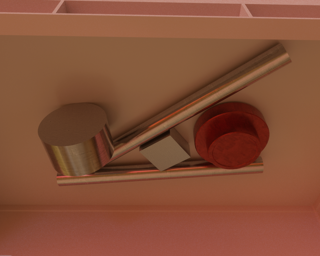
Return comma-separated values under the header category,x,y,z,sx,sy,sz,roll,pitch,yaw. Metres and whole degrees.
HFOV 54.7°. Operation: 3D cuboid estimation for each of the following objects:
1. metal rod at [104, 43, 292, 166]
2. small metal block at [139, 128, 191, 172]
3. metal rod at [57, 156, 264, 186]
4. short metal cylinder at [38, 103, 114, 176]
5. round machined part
category,x,y,z,sx,sy,sz,roll,pitch,yaw
metal rod,0.017,-0.015,0.395,0.300,0.025,0.025,-29,125,22
small metal block,0.007,0.028,0.430,0.050,0.025,0.050,-29,125,22
metal rod,-0.001,0.065,0.462,0.302,0.025,0.025,-4,130,3
short metal cylinder,-0.101,0.013,0.381,0.080,0.080,0.050,-4,130,3
round machined part,0.095,0.017,0.410,0.099,0.042,0.097,-1,130,0
